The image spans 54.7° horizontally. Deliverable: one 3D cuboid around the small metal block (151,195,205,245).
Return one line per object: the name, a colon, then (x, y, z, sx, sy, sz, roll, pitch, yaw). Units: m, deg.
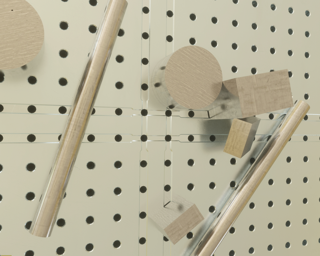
small metal block: (0.022, 0.119, 0.407, 0.050, 0.050, 0.025, -35, 102, -16)

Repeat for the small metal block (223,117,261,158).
small metal block: (0.115, 0.010, 0.433, 0.050, 0.025, 0.050, -17, 125, -58)

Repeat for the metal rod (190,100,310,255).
metal rod: (0.137, 0.078, 0.463, 0.025, 0.025, 0.300, 42, 77, -15)

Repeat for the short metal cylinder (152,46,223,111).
short metal cylinder: (0.035, -0.064, 0.412, 0.081, 0.050, 0.080, 0, 90, -20)

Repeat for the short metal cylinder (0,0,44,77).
short metal cylinder: (-0.169, -0.099, 0.337, 0.081, 0.050, 0.080, 0, 90, -20)

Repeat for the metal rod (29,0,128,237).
metal rod: (-0.096, -0.019, 0.376, 0.025, 0.025, 0.299, 19, 84, -19)

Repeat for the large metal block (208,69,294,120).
large metal block: (0.119, -0.045, 0.427, 0.081, 0.080, 0.050, -12, 95, -20)
